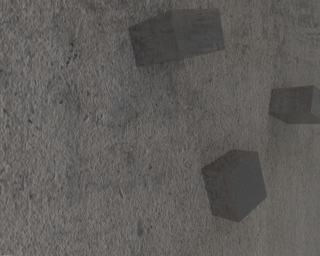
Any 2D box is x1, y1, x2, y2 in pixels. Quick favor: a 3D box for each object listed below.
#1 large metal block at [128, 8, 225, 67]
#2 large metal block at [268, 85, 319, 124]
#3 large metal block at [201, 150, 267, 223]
[{"bbox_3d":[0.021,-0.111,0.386,0.081,0.080,0.050,-19,102,-38],"label":"large metal block"},{"bbox_3d":[0.269,-0.041,0.594,0.080,0.080,0.050,18,79,-39],"label":"large metal block"},{"bbox_3d":[0.118,0.087,0.488,0.081,0.050,0.080,-25,106,-37],"label":"large metal block"}]
